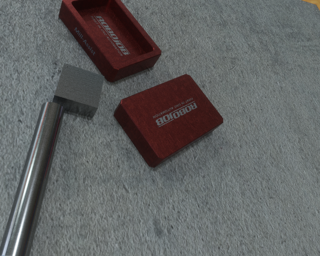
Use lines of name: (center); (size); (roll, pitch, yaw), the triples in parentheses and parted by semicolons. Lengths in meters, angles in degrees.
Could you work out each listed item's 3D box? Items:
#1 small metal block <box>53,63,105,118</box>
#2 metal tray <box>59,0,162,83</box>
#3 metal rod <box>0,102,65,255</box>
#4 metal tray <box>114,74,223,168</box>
small metal block: (-0.100, -0.045, 0.379); (0.050, 0.025, 0.050); (17, 55, -19)
metal tray: (-0.071, -0.135, 0.446); (0.091, 0.030, 0.130); (-30, 79, -38)
metal rod: (-0.126, 0.104, 0.272); (0.025, 0.025, 0.300); (16, 55, -20)
metal tray: (0.015, -0.015, 0.420); (0.131, 0.030, 0.090); (-28, 77, -38)
